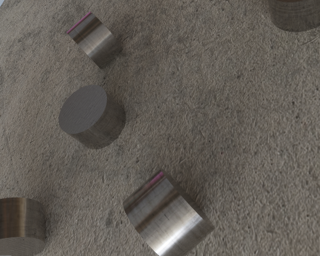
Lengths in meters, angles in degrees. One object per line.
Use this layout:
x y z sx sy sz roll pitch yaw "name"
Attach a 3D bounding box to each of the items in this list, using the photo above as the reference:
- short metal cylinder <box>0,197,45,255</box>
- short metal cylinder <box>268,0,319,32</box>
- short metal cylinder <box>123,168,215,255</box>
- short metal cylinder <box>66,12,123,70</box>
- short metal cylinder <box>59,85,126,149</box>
-0.187 0.129 0.388 0.080 0.080 0.050 -27 53 11 "short metal cylinder"
0.181 -0.171 0.398 0.080 0.050 0.080 -13 56 21 "short metal cylinder"
0.009 0.086 0.311 0.050 0.080 0.080 -43 51 -1 "short metal cylinder"
-0.107 -0.143 0.513 0.050 0.080 0.080 -43 51 -1 "short metal cylinder"
-0.097 -0.016 0.449 0.080 0.050 0.080 -13 56 21 "short metal cylinder"
